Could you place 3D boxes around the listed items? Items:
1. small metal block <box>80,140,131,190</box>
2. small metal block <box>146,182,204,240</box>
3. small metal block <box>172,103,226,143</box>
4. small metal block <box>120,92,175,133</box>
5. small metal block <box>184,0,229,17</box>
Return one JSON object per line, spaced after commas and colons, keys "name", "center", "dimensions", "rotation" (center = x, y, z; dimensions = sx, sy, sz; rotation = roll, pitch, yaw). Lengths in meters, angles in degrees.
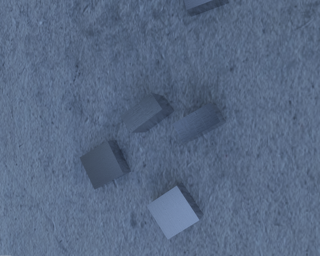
{"name": "small metal block", "center": [-0.077, 0.051, 0.435], "dimensions": [0.050, 0.025, 0.050], "rotation": [-30, 81, 17]}
{"name": "small metal block", "center": [0.020, 0.107, 0.401], "dimensions": [0.050, 0.025, 0.050], "rotation": [-37, 79, 16]}
{"name": "small metal block", "center": [0.049, -0.006, 0.378], "dimensions": [0.050, 0.050, 0.025], "rotation": [-30, 81, 17]}
{"name": "small metal block", "center": [-0.015, -0.018, 0.400], "dimensions": [0.050, 0.050, 0.025], "rotation": [-37, 79, 16]}
{"name": "small metal block", "center": [0.054, -0.176, 0.389], "dimensions": [0.050, 0.025, 0.050], "rotation": [-15, 85, 19]}
